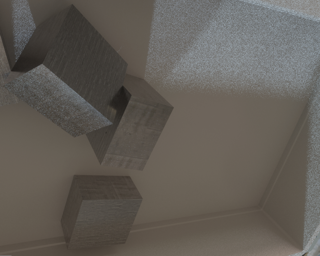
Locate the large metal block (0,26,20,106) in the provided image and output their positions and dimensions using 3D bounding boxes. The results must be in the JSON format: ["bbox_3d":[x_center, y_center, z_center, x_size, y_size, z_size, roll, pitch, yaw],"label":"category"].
[{"bbox_3d":[-0.173,-0.059,0.261,0.081,0.050,0.079,-15,125,-20],"label":"large metal block"}]

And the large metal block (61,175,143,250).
[{"bbox_3d":[-0.080,0.111,0.417,0.081,0.050,0.079,7,115,-32],"label":"large metal block"}]

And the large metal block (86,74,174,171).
[{"bbox_3d":[-0.040,-0.011,0.345,0.050,0.080,0.080,14,112,-34],"label":"large metal block"}]

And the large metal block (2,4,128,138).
[{"bbox_3d":[-0.081,-0.051,0.288,0.050,0.080,0.080,-18,137,30],"label":"large metal block"}]
